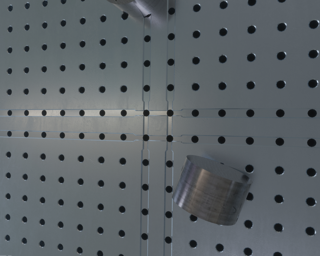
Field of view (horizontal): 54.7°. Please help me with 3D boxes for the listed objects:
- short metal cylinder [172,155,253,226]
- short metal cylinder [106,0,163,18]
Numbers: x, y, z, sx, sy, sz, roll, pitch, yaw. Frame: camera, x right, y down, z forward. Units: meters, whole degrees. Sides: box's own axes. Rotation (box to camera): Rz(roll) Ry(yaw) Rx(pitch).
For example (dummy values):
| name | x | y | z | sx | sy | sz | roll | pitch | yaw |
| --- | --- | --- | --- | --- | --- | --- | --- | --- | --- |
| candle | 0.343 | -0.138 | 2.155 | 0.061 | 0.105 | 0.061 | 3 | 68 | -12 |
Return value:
| name | x | y | z | sx | sy | sz | roll | pitch | yaw |
| --- | --- | --- | --- | --- | --- | --- | --- | --- | --- |
| short metal cylinder | 0.060 | 0.070 | 0.362 | 0.080 | 0.080 | 0.050 | 22 | 98 | 18 |
| short metal cylinder | -0.037 | -0.195 | 0.412 | 0.080 | 0.050 | 0.079 | 0 | 90 | 19 |
